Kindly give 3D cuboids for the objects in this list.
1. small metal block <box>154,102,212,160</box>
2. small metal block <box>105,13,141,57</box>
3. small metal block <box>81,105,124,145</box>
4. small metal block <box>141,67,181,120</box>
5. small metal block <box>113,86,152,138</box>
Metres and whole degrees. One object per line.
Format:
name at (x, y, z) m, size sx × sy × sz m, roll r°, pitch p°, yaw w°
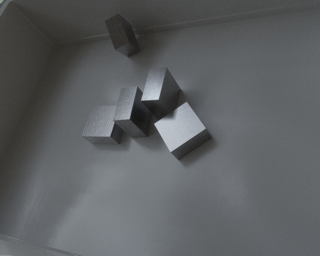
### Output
small metal block at (0.028, 0.003, 0.388) m, size 0.050 × 0.025 × 0.050 m, roll -34°, pitch 52°, yaw 5°
small metal block at (-0.059, -0.147, 0.498) m, size 0.025 × 0.050 × 0.050 m, roll -22°, pitch 83°, yaw 15°
small metal block at (-0.079, -0.004, 0.448) m, size 0.050 × 0.025 × 0.050 m, roll 0°, pitch 62°, yaw 27°
small metal block at (0.003, -0.045, 0.414) m, size 0.025 × 0.050 × 0.050 m, roll -1°, pitch 61°, yaw 27°
small metal block at (-0.034, -0.020, 0.419) m, size 0.025 × 0.050 × 0.050 m, roll -4°, pitch 60°, yaw 26°
